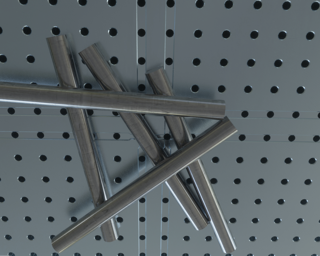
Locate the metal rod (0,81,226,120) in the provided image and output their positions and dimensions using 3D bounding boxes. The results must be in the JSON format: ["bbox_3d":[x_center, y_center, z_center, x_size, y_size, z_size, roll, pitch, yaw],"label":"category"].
[{"bbox_3d":[-0.073,-0.034,0.373,0.302,0.025,0.025,5,110,-3],"label":"metal rod"}]

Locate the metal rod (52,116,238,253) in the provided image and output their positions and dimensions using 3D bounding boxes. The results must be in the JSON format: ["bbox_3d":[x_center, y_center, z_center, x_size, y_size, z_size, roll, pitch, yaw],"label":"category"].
[{"bbox_3d":[-0.028,0.081,0.416,0.300,0.025,0.025,-36,107,12],"label":"metal rod"}]

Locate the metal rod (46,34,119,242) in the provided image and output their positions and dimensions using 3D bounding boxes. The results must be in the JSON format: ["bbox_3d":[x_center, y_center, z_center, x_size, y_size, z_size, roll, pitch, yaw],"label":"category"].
[{"bbox_3d":[-0.099,0.028,0.422,0.025,0.025,0.298,-9,110,3],"label":"metal rod"}]

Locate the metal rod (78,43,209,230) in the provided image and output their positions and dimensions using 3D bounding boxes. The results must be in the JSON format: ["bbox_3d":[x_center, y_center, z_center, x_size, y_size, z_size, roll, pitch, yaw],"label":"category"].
[{"bbox_3d":[-0.013,0.024,0.421,0.025,0.025,0.299,-29,108,10],"label":"metal rod"}]

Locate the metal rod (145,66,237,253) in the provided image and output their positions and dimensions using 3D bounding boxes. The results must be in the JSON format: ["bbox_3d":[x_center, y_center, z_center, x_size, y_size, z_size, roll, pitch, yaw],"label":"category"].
[{"bbox_3d":[0.050,0.057,0.435,0.025,0.025,0.299,-22,109,7],"label":"metal rod"}]
